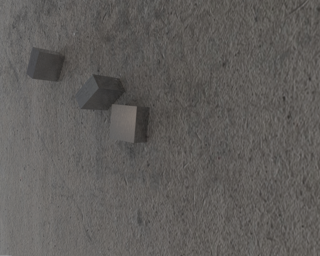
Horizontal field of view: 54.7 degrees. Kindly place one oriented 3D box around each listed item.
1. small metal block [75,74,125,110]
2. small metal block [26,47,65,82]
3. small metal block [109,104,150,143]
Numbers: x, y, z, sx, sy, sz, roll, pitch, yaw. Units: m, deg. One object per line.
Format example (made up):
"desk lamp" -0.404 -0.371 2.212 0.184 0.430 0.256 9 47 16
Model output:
"small metal block" -0.089 -0.052 0.463 0.050 0.050 0.025 -41 66 32
"small metal block" -0.206 -0.114 0.559 0.025 0.050 0.050 34 111 35
"small metal block" -0.044 -0.007 0.441 0.050 0.025 0.050 8 95 39
